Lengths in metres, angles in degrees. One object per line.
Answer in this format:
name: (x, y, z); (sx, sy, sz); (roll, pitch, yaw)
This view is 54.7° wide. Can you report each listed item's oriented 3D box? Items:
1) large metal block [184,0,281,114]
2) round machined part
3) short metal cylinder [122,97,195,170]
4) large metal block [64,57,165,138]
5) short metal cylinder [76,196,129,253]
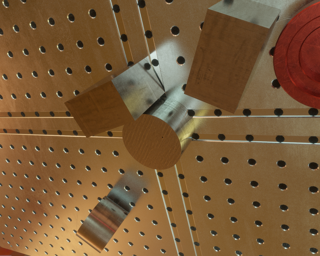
large metal block: (0.069, -0.073, 0.294); (0.050, 0.080, 0.079); (24, 127, 14)
round machined part: (0.156, -0.068, 0.276); (0.098, 0.042, 0.097); (13, 124, 21)
short metal cylinder: (-0.001, 0.007, 0.400); (0.080, 0.050, 0.079); (13, 124, 21)
large metal block: (-0.053, -0.038, 0.380); (0.080, 0.080, 0.050); (-18, 109, 35)
short metal cylinder: (-0.097, 0.163, 0.528); (0.050, 0.080, 0.079); (35, 129, 5)
